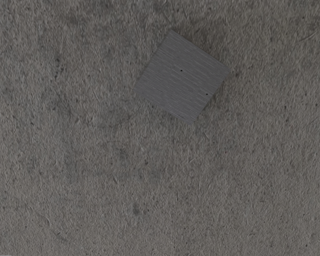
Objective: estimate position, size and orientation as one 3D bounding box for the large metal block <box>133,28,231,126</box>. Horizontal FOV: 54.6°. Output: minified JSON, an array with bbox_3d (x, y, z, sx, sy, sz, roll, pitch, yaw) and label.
[{"bbox_3d":[0.024,-0.063,0.373,0.080,0.050,0.080,31,107,-11],"label":"large metal block"}]
